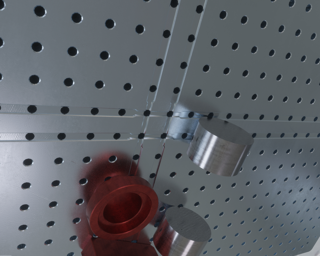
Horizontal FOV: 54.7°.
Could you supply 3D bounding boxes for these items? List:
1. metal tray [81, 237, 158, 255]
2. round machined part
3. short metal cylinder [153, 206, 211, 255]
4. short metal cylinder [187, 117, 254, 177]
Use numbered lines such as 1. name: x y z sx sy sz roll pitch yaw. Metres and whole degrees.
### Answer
1. metal tray: -0.049 0.220 0.478 0.131 0.090 0.030 25 105 -37
2. round machined part: -0.055 0.106 0.436 0.099 0.042 0.097 -14 124 -21
3. short metal cylinder: 0.036 0.173 0.503 0.081 0.080 0.050 12 112 -34
4. short metal cylinder: 0.084 0.024 0.437 0.081 0.080 0.050 5 116 -31
